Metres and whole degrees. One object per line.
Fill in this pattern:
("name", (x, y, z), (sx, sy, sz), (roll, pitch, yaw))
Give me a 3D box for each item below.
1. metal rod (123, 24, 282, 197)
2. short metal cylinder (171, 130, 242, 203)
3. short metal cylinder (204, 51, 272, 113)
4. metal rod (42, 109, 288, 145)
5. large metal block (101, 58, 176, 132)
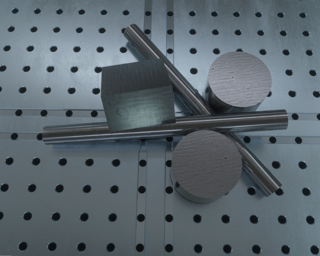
("metal rod", (0.048, -0.034, 0.421), (0.025, 0.025, 0.300), (-36, 74, -12))
("short metal cylinder", (0.054, 0.048, 0.377), (0.081, 0.050, 0.080), (0, 70, 0))
("short metal cylinder", (0.101, -0.055, 0.416), (0.081, 0.050, 0.080), (0, 70, 0))
("metal rod", (0.002, 0.000, 0.390), (0.302, 0.025, 0.025), (-4, 70, 5))
("large metal block", (-0.029, -0.044, 0.391), (0.081, 0.050, 0.080), (-9, 36, -3))
